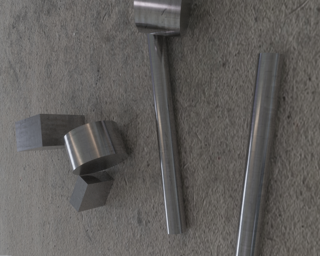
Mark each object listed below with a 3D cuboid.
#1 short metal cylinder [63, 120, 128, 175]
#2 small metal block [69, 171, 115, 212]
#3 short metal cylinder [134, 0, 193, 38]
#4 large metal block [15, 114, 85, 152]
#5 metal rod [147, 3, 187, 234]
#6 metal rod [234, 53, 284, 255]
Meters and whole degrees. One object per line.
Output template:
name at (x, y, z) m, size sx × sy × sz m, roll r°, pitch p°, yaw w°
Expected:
short metal cylinder at (-0.092, 0.029, 0.445) m, size 0.080 × 0.081 × 0.050 m, roll -33°, pitch 70°, yaw 35°
small metal block at (-0.104, 0.096, 0.475) m, size 0.025 × 0.050 × 0.050 m, roll 35°, pitch 112°, yaw 34°
short metal cylinder at (0.007, -0.147, 0.354) m, size 0.050 × 0.080 × 0.079 m, roll 11°, pitch 98°, yaw 10°
large metal block at (-0.183, 0.009, 0.520) m, size 0.080 × 0.081 × 0.050 m, roll -11°, pitch 83°, yaw 39°
metal rod at (0.006, -0.018, 0.400) m, size 0.025 × 0.025 × 0.298 m, roll -10°, pitch 84°, yaw 39°
metal rod at (0.098, 0.074, 0.324) m, size 0.025 × 0.025 × 0.298 m, roll 9°, pitch 96°, yaw 39°
